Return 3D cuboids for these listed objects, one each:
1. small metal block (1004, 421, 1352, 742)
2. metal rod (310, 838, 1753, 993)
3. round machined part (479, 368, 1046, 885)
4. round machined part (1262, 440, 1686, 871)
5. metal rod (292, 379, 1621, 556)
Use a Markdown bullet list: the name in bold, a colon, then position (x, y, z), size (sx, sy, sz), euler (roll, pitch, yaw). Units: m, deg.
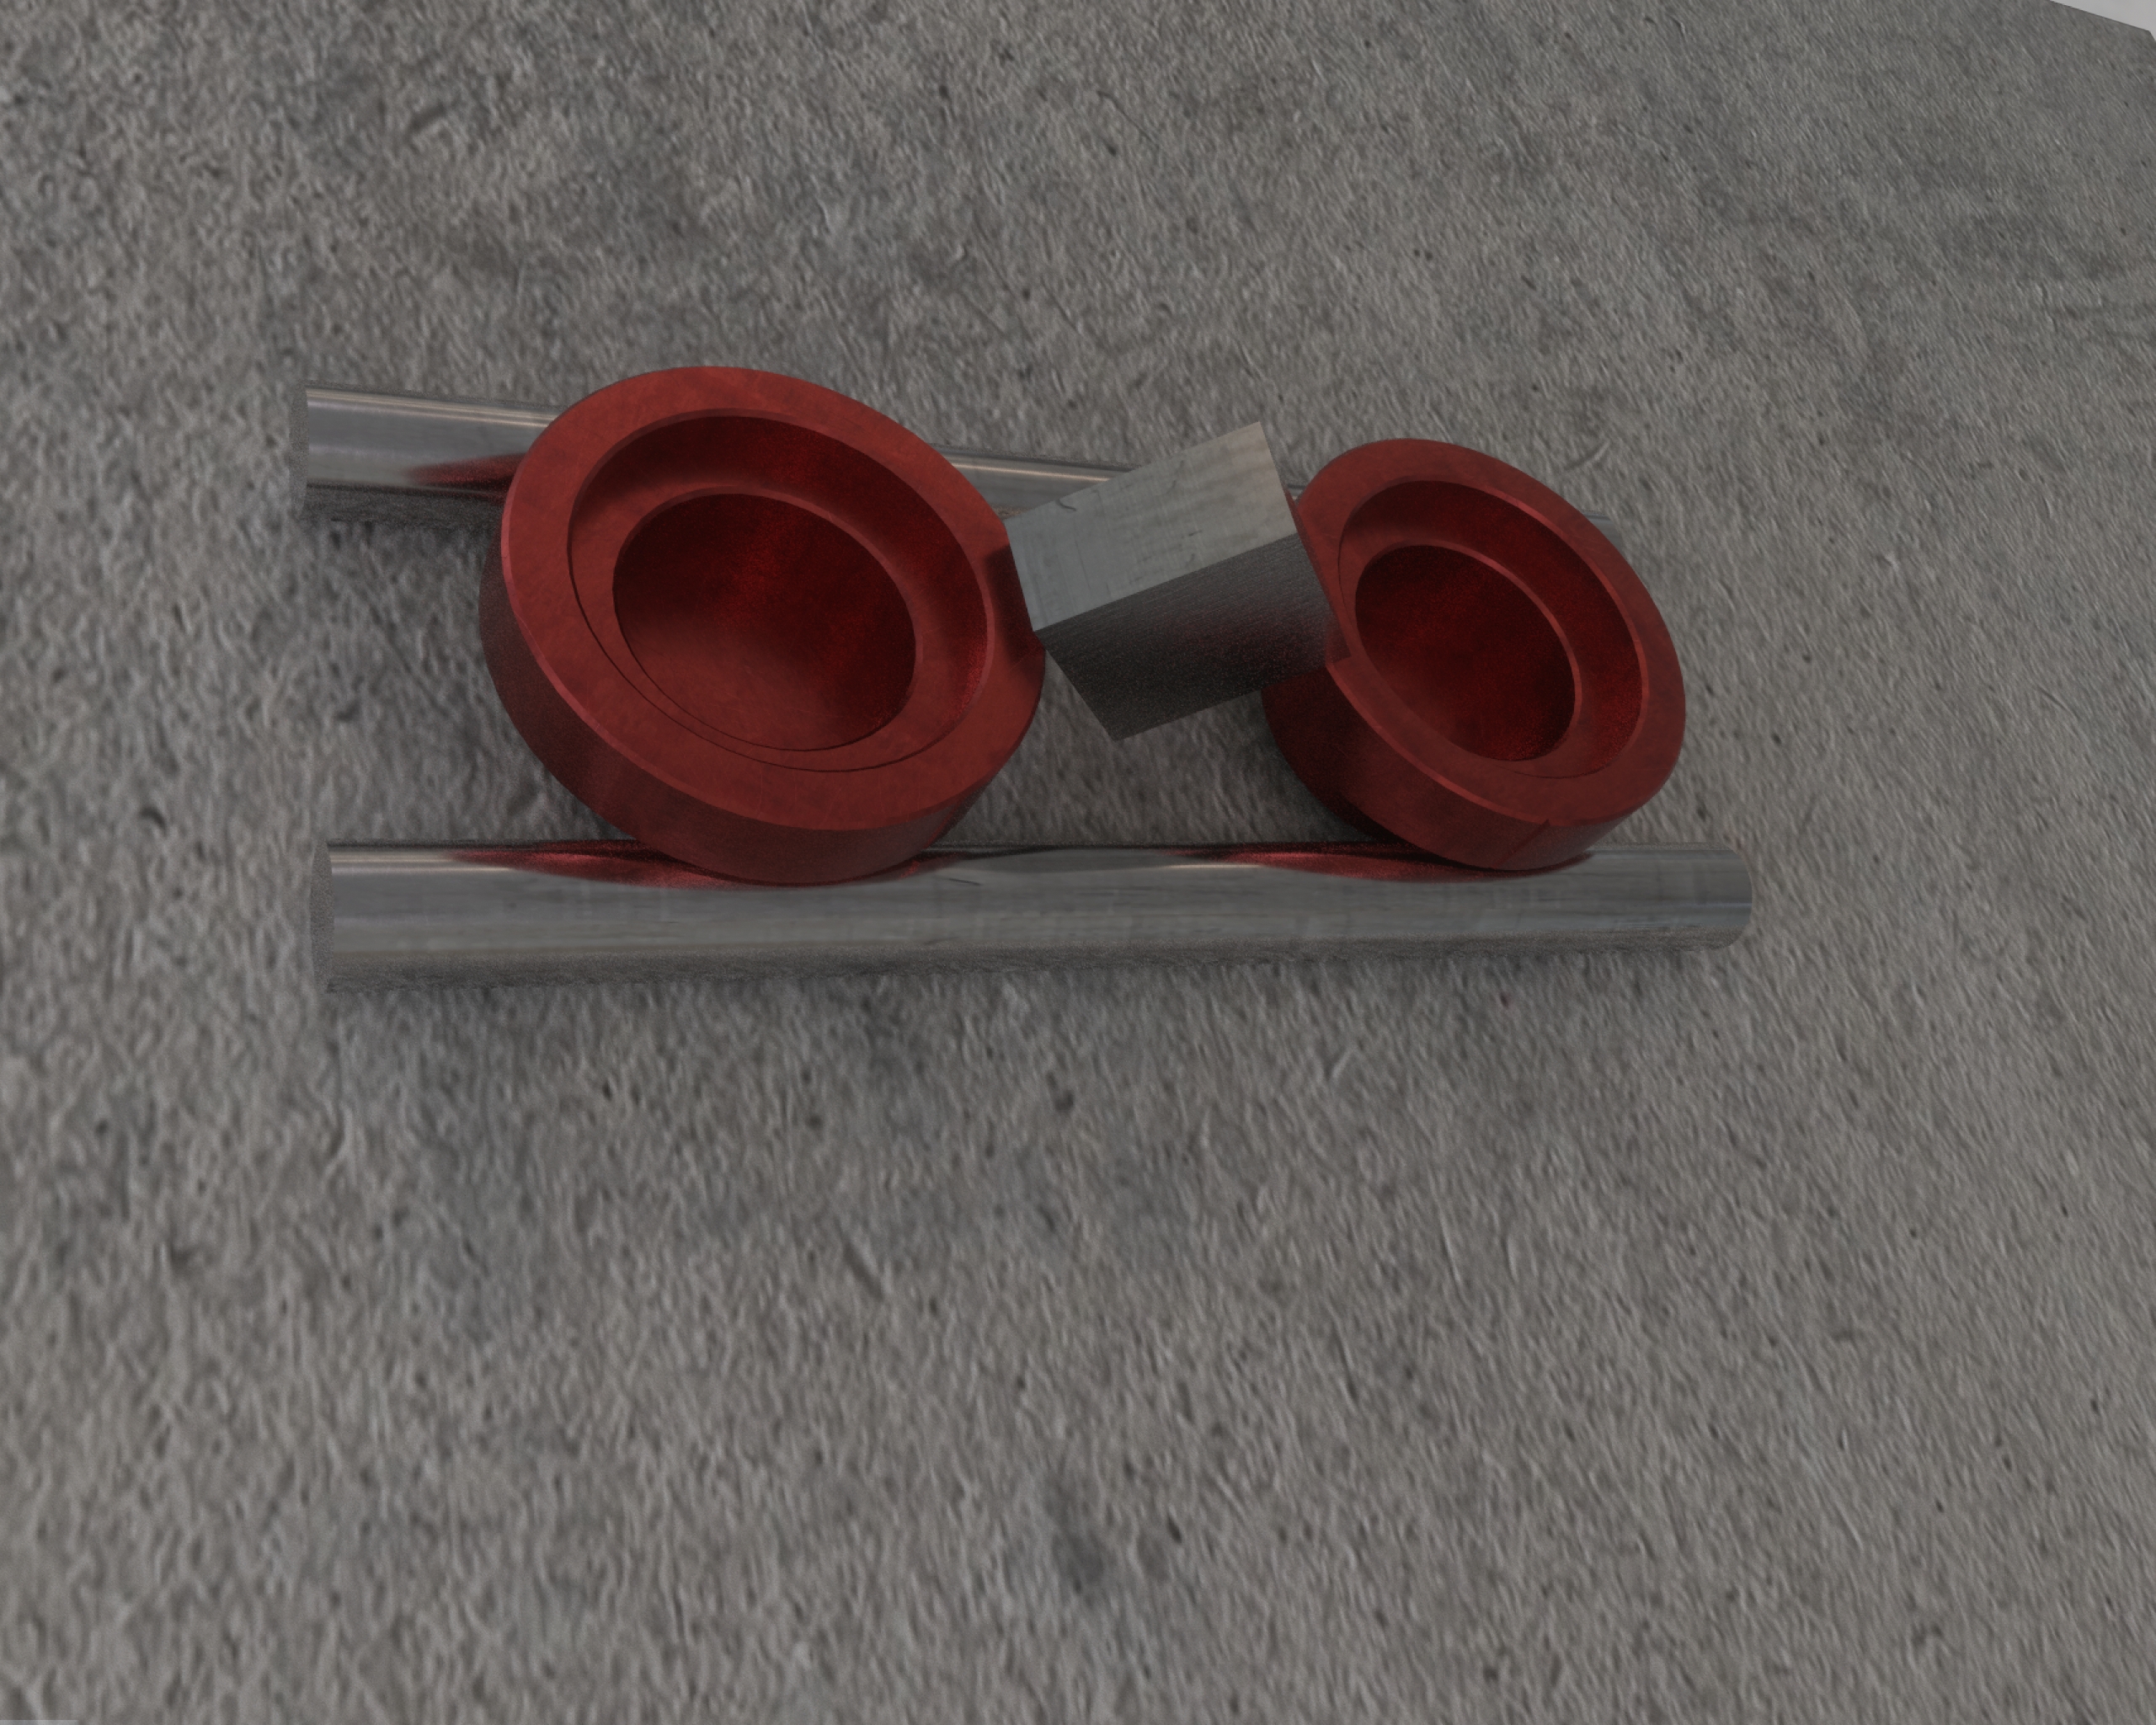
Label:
- **small metal block**: position (0.020, -0.052, 0.398), size (0.050, 0.050, 0.025), euler (-20, 64, 11)
- **metal rod**: position (0.012, 0.008, 0.406), size (0.303, 0.025, 0.025), euler (0, 62, -28)
- **round machined part**: position (-0.059, -0.039, 0.380), size (0.099, 0.042, 0.098), euler (14, 56, -21)
- **round machined part**: position (0.079, -0.041, 0.455), size (0.099, 0.042, 0.098), euler (14, 56, -21)
- **metal rod**: position (-0.007, -0.075, 0.446), size (0.303, 0.025, 0.025), euler (0, 62, -28)
